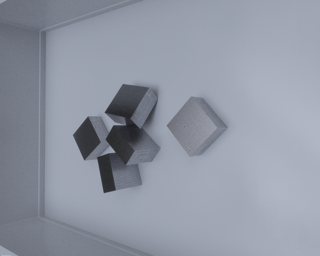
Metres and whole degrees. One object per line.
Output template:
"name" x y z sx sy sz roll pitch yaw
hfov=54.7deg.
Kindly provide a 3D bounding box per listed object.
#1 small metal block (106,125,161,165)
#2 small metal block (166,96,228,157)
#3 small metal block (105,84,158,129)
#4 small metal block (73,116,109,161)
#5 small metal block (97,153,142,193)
"small metal block" -0.036 0.022 0.418 0.050 0.050 0.025 47 118 29
"small metal block" 0.043 -0.002 0.370 0.050 0.025 0.050 -50 61 28
"small metal block" -0.039 -0.030 0.422 0.050 0.025 0.050 14 66 39
"small metal block" -0.107 0.016 0.492 0.050 0.025 0.050 -44 64 30
"small metal block" -0.056 0.061 0.435 0.025 0.050 0.050 -21 77 38
